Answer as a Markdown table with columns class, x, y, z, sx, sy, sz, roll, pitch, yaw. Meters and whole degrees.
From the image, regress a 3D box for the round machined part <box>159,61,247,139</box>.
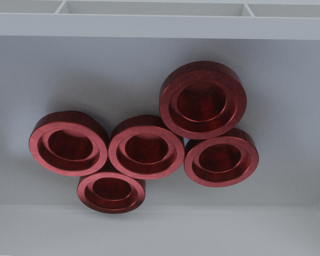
| class | x | y | z | sx | sy | sz | roll | pitch | yaw |
| --- | --- | --- | --- | --- | --- | --- | --- | --- | --- |
| round machined part | 0.048 | -0.036 | 0.364 | 0.099 | 0.042 | 0.097 | 0 | 130 | 0 |

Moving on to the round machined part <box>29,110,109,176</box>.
| class | x | y | z | sx | sy | sz | roll | pitch | yaw |
| --- | --- | --- | --- | --- | --- | --- | --- | --- | --- |
| round machined part | -0.115 | 0.016 | 0.407 | 0.099 | 0.042 | 0.097 | 0 | 130 | 0 |

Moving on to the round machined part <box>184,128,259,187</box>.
| class | x | y | z | sx | sy | sz | roll | pitch | yaw |
| --- | --- | --- | --- | --- | --- | --- | --- | --- | --- |
| round machined part | 0.081 | 0.034 | 0.424 | 0.099 | 0.042 | 0.097 | 0 | 130 | 0 |

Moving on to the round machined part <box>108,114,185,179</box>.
| class | x | y | z | sx | sy | sz | roll | pitch | yaw |
| --- | --- | --- | --- | --- | --- | --- | --- | --- | --- |
| round machined part | -0.017 | 0.021 | 0.411 | 0.099 | 0.042 | 0.097 | 0 | 130 | 0 |

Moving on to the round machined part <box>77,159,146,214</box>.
| class | x | y | z | sx | sy | sz | roll | pitch | yaw |
| --- | --- | --- | --- | --- | --- | --- | --- | --- | --- |
| round machined part | -0.070 | 0.083 | 0.464 | 0.099 | 0.042 | 0.097 | 0 | 130 | 0 |
